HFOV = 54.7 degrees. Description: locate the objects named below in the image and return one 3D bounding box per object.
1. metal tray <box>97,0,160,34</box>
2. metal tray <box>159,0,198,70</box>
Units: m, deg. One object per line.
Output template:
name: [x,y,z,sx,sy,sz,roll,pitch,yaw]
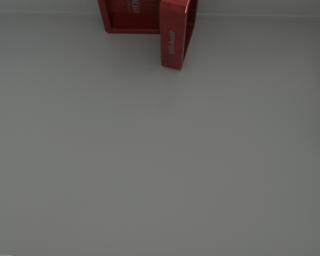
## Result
metal tray: [-0.037,-0.180,0.419,0.091,0.130,0.030,1,70,0]
metal tray: [0.027,-0.148,0.408,0.030,0.130,0.090,15,71,6]
